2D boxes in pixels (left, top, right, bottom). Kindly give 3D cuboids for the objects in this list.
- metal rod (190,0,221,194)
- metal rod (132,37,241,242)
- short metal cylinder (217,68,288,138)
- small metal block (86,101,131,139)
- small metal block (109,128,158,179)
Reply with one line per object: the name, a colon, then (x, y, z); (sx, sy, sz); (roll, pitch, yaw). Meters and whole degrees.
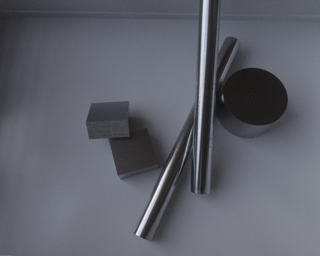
metal rod: (0.056, -0.070, 0.373); (0.025, 0.025, 0.298); (2, 94, 0)
metal rod: (0.043, 0.001, 0.409); (0.025, 0.025, 0.300); (24, 71, 8)
short metal cylinder: (0.119, -0.032, 0.410); (0.081, 0.050, 0.080); (0, 70, 0)
small metal block: (-0.065, -0.011, 0.399); (0.050, 0.025, 0.050); (-4, 32, -2)
small metal block: (-0.034, 0.033, 0.397); (0.050, 0.025, 0.050); (-15, 71, -6)
